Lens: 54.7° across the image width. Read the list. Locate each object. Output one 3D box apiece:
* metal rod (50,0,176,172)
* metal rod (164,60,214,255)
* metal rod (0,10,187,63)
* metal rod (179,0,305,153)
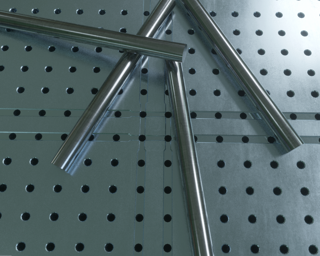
[{"bbox_3d":[-0.057,-0.074,0.438,0.025,0.025,0.300,27,72,9],"label":"metal rod"},{"bbox_3d":[0.034,0.023,0.403,0.025,0.025,0.299,-6,70,-3],"label":"metal rod"},{"bbox_3d":[-0.111,-0.134,0.440,0.301,0.025,0.025,14,70,12],"label":"metal rod"},{"bbox_3d":[0.105,-0.097,0.448,0.025,0.025,0.299,-27,73,-10],"label":"metal rod"}]
